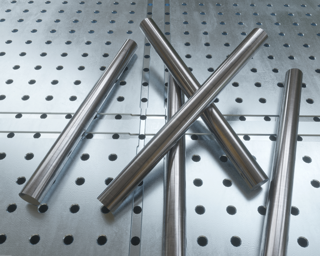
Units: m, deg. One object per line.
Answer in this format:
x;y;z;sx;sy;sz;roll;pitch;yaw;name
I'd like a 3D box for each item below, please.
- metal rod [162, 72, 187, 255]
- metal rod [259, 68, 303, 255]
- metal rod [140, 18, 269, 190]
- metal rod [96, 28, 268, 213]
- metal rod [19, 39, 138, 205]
0.020;0.016;0.394;0.025;0.025;0.300;2;50;1;metal rod
0.157;0.026;0.387;0.025;0.025;0.301;15;51;12;metal rod
0.047;-0.050;0.423;0.025;0.025;0.299;-21;61;-17;metal rod
0.038;-0.021;0.380;0.025;0.025;0.301;35;72;25;metal rod
-0.096;-0.031;0.432;0.025;0.025;0.300;14;51;11;metal rod
